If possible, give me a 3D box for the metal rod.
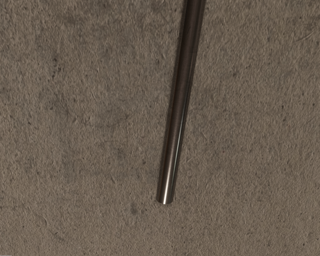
[{"bbox_3d":[0.025,-0.036,0.396,0.025,0.025,0.298,7,110,-3],"label":"metal rod"}]
